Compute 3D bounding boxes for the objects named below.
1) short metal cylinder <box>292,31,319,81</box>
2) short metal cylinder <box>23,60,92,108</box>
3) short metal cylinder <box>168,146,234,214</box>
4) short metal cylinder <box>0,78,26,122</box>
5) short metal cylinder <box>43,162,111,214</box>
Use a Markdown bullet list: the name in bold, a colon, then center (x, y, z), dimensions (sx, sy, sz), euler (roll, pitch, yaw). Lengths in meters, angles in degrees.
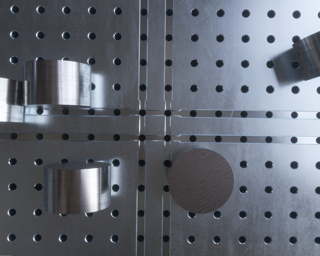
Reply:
- **short metal cylinder**: center (0.216, -0.097, 0.389), dimensions (0.080, 0.080, 0.050), euler (-20, 90, 0)
- **short metal cylinder**: center (-0.126, -0.051, 0.384), dimensions (0.081, 0.080, 0.050), euler (0, 90, -1)
- **short metal cylinder**: center (0.050, 0.065, 0.402), dimensions (0.081, 0.050, 0.079), euler (0, 90, -1)
- **short metal cylinder**: center (-0.209, -0.034, 0.383), dimensions (0.081, 0.080, 0.050), euler (4, 90, -1)
- **short metal cylinder**: center (-0.102, 0.071, 0.385), dimensions (0.081, 0.080, 0.050), euler (0, 90, -1)
